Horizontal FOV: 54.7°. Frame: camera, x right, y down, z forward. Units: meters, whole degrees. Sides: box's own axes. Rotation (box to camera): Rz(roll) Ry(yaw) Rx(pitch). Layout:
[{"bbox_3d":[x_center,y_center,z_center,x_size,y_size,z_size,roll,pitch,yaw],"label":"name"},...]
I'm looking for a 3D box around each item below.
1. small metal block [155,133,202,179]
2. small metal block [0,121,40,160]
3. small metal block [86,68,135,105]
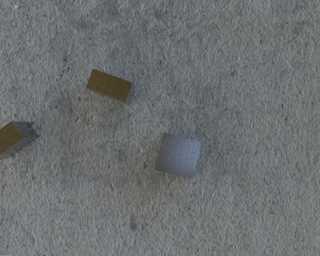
[{"bbox_3d":[0.024,0.036,0.410,0.050,0.025,0.050,14,90,0],"label":"small metal block"},{"bbox_3d":[-0.191,0.016,0.396,0.050,0.050,0.025,-36,90,0],"label":"small metal block"},{"bbox_3d":[-0.061,-0.052,0.397,0.050,0.050,0.025,20,90,0],"label":"small metal block"}]
